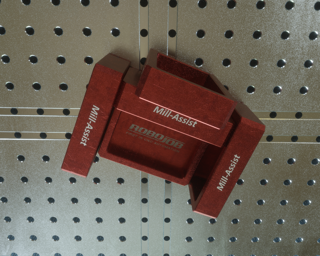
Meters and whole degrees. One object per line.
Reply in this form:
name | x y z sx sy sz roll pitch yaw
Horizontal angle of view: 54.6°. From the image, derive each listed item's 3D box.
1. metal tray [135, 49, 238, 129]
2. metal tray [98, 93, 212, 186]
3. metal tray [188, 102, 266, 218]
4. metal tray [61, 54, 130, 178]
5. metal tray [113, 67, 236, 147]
metal tray | 0.024 -0.048 0.339 0.090 0.130 0.030 21 109 -8
metal tray | -0.006 0.015 0.415 0.131 0.030 0.089 21 109 -8
metal tray | 0.077 0.035 0.391 0.030 0.090 0.129 21 109 -7
metal tray | -0.075 -0.018 0.371 0.030 0.090 0.129 20 109 -8
metal tray | 0.016 -0.028 0.368 0.131 0.090 0.030 20 109 -8
